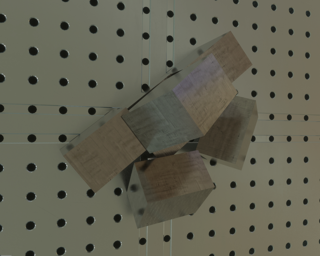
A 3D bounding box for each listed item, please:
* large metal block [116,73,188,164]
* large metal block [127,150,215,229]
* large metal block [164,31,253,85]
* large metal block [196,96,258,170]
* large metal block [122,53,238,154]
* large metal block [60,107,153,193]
[{"bbox_3d":[0.000,-0.011,0.400,0.080,0.050,0.080,-41,103,-15],"label":"large metal block"},{"bbox_3d":[0.009,0.076,0.379,0.081,0.080,0.050,-9,57,-20],"label":"large metal block"},{"bbox_3d":[0.056,-0.073,0.404,0.080,0.080,0.050,-41,104,-15],"label":"large metal block"},{"bbox_3d":[0.091,0.007,0.409,0.050,0.080,0.080,17,83,22],"label":"large metal block"},{"bbox_3d":[0.021,-0.025,0.324,0.050,0.080,0.080,54,49,-12],"label":"large metal block"},{"bbox_3d":[-0.065,0.022,0.358,0.080,0.080,0.050,-40,103,-16],"label":"large metal block"}]
